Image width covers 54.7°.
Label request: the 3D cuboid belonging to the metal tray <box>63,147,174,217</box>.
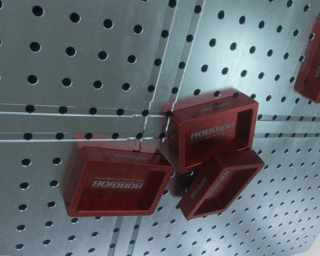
[{"bbox_3d":[-0.055,0.078,0.427,0.131,0.030,0.089,10,114,-33],"label":"metal tray"}]

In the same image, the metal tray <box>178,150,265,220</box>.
[{"bbox_3d":[0.095,0.091,0.494,0.091,0.030,0.129,0,133,-35],"label":"metal tray"}]

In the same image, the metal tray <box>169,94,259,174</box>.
[{"bbox_3d":[0.079,0.008,0.458,0.131,0.030,0.089,-16,125,-20],"label":"metal tray"}]

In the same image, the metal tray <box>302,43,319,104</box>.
[{"bbox_3d":[0.294,-0.108,0.505,0.091,0.030,0.129,-8,122,-25],"label":"metal tray"}]
